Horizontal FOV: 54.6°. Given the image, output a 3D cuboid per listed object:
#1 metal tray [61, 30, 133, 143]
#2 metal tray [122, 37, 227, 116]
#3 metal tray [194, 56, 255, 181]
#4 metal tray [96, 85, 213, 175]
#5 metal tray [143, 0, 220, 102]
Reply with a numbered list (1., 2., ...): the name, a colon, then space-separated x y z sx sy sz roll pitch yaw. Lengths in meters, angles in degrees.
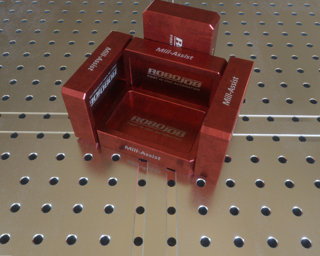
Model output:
1. metal tray: -0.073 -0.056 0.412 0.030 0.090 0.130 17 52 14
2. metal tray: 0.018 -0.064 0.419 0.130 0.090 0.030 17 53 13
3. metal tray: 0.078 -0.013 0.376 0.030 0.090 0.130 17 52 14
4. metal tray: -0.005 -0.002 0.405 0.130 0.030 0.090 17 52 14
5. metal tray: 0.026 -0.100 0.423 0.090 0.129 0.030 18 53 14
